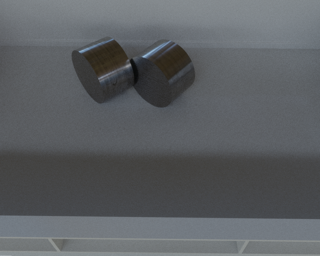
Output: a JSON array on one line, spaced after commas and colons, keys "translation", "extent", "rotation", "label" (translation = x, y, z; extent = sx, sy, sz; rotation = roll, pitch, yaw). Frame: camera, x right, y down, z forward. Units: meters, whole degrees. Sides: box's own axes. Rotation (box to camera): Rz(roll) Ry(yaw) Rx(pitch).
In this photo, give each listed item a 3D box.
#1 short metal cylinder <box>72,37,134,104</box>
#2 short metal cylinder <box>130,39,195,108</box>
[{"translation": [-0.081, -0.081, 0.437], "extent": [0.050, 0.080, 0.080], "rotation": [-32, 57, -24], "label": "short metal cylinder"}, {"translation": [0.001, -0.075, 0.433], "extent": [0.080, 0.080, 0.050], "rotation": [33, 57, 24], "label": "short metal cylinder"}]
